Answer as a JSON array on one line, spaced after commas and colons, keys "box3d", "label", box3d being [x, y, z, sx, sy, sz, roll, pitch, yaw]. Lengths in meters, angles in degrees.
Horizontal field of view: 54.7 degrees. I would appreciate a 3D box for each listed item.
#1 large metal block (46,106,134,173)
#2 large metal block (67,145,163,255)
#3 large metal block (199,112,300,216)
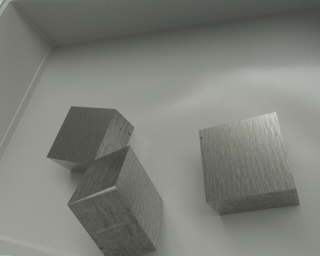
[{"box3d": [-0.094, 0.019, 0.425, 0.080, 0.050, 0.080, 5, 64, 30], "label": "large metal block"}, {"box3d": [-0.040, 0.077, 0.323, 0.050, 0.080, 0.080, -24, 19, 14], "label": "large metal block"}, {"box3d": [0.090, 0.039, 0.318, 0.080, 0.050, 0.080, -14, 56, 20], "label": "large metal block"}]
